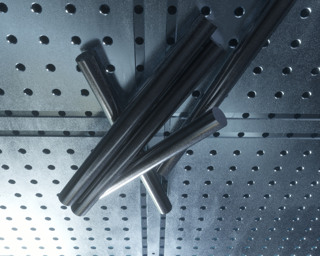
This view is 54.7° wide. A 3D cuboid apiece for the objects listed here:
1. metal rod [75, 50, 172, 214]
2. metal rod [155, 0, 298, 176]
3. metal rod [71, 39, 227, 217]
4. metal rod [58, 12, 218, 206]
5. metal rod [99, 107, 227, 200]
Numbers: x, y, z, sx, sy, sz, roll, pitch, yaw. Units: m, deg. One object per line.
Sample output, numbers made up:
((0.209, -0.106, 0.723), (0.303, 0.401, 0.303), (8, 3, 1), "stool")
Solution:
((-0.037, 0.028, 0.435), (0.025, 0.025, 0.299), (-14, 129, 11), "metal rod")
((0.067, -0.041, 0.377), (0.025, 0.025, 0.298), (20, 127, -17), "metal rod")
((-0.027, 0.014, 0.393), (0.025, 0.025, 0.299), (31, 114, -24), "metal rod")
((-0.040, -0.006, 0.375), (0.025, 0.025, 0.299), (30, 114, -24), "metal rod")
((-0.035, 0.056, 0.424), (0.025, 0.025, 0.299), (35, 130, -26), "metal rod")
